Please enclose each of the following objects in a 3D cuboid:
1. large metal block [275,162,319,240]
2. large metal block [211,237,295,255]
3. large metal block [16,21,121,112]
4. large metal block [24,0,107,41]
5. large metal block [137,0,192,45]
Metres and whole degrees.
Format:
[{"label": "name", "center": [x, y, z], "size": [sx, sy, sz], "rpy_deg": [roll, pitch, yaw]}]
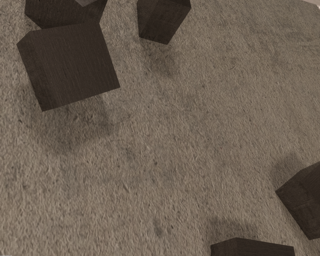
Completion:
[{"label": "large metal block", "center": [0.231, 0.103, 0.453], "size": [0.081, 0.050, 0.080], "rpy_deg": [-23, 75, -37]}, {"label": "large metal block", "center": [0.106, 0.172, 0.342], "size": [0.081, 0.050, 0.080], "rpy_deg": [16, 55, -20]}, {"label": "large metal block", "center": [-0.104, -0.071, 0.357], "size": [0.081, 0.050, 0.080], "rpy_deg": [-25, 102, -37]}, {"label": "large metal block", "center": [-0.122, -0.161, 0.401], "size": [0.080, 0.080, 0.050], "rpy_deg": [42, 50, 0]}, {"label": "large metal block", "center": [0.003, -0.194, 0.490], "size": [0.050, 0.080, 0.080], "rpy_deg": [9, 58, -24]}]
